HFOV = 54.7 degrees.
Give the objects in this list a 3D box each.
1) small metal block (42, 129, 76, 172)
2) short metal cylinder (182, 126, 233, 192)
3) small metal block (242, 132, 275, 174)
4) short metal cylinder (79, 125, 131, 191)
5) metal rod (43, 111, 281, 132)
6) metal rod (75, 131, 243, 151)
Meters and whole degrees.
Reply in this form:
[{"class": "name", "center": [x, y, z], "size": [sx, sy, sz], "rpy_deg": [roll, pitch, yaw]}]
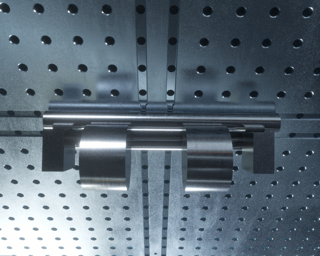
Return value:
[{"class": "small metal block", "center": [-0.125, 0.027, 0.387], "size": [0.025, 0.050, 0.050], "rpy_deg": [1, 88, 0]}, {"class": "short metal cylinder", "center": [0.055, 0.037, 0.379], "size": [0.050, 0.080, 0.079], "rpy_deg": [1, 130, -1]}, {"class": "small metal block", "center": [0.123, 0.030, 0.392], "size": [0.025, 0.050, 0.050], "rpy_deg": [1, 89, 0]}, {"class": "short metal cylinder", "center": [-0.063, 0.036, 0.377], "size": [0.050, 0.080, 0.079], "rpy_deg": [1, 130, -1]}, {"class": "metal rod", "center": [0.003, -0.008, 0.405], "size": [0.302, 0.025, 0.025], "rpy_deg": [1, 130, -1]}, {"class": "metal rod", "center": [0.000, 0.018, 0.427], "size": [0.302, 0.025, 0.025], "rpy_deg": [1, 130, -1]}]
